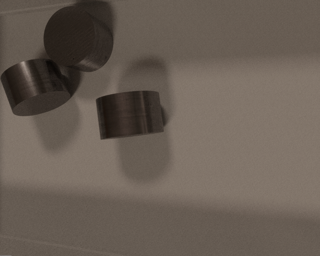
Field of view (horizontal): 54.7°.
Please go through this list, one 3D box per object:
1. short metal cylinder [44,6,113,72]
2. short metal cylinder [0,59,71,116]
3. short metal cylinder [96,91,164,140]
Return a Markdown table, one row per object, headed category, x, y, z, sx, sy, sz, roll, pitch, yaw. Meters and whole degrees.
| category | x | y | z | sx | sy | sz | roll | pitch | yaw |
| --- | --- | --- | --- | --- | --- | --- | --- | --- | --- |
| short metal cylinder | -0.114 | -0.123 | 0.436 | 0.080 | 0.050 | 0.079 | 0 | 90 | 19 |
| short metal cylinder | -0.176 | -0.056 | 0.442 | 0.080 | 0.080 | 0.050 | -26 | 82 | 18 |
| short metal cylinder | -0.038 | -0.015 | 0.394 | 0.080 | 0.080 | 0.050 | -8 | 87 | 19 |
